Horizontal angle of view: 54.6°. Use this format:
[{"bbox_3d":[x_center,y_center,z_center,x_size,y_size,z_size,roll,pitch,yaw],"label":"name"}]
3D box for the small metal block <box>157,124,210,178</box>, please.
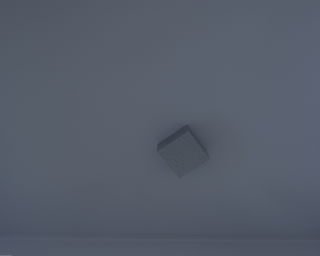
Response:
[{"bbox_3d":[0.031,0.032,0.423,0.050,0.025,0.050,-35,107,12],"label":"small metal block"}]
